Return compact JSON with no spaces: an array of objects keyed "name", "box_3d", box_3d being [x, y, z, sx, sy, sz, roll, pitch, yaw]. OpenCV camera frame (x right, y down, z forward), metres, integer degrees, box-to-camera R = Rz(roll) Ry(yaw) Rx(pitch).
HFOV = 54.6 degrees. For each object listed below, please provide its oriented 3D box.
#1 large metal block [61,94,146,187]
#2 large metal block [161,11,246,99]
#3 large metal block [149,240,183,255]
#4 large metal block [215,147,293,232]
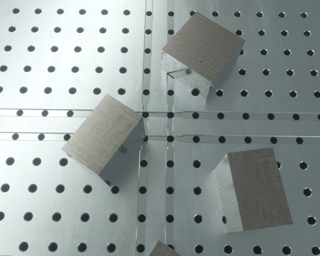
[{"name":"large metal block","box_3d":[-0.062,0.018,0.376,0.050,0.080,0.080,33,73,11]},{"name":"large metal block","box_3d":[0.058,-0.102,0.436,0.080,0.050,0.080,36,74,12]},{"name":"large metal block","box_3d":[0.019,0.162,0.323,0.080,0.080,0.050,31,73,10]},{"name":"large metal block","box_3d":[0.102,0.074,0.356,0.050,0.080,0.080,-7,70,-2]}]
